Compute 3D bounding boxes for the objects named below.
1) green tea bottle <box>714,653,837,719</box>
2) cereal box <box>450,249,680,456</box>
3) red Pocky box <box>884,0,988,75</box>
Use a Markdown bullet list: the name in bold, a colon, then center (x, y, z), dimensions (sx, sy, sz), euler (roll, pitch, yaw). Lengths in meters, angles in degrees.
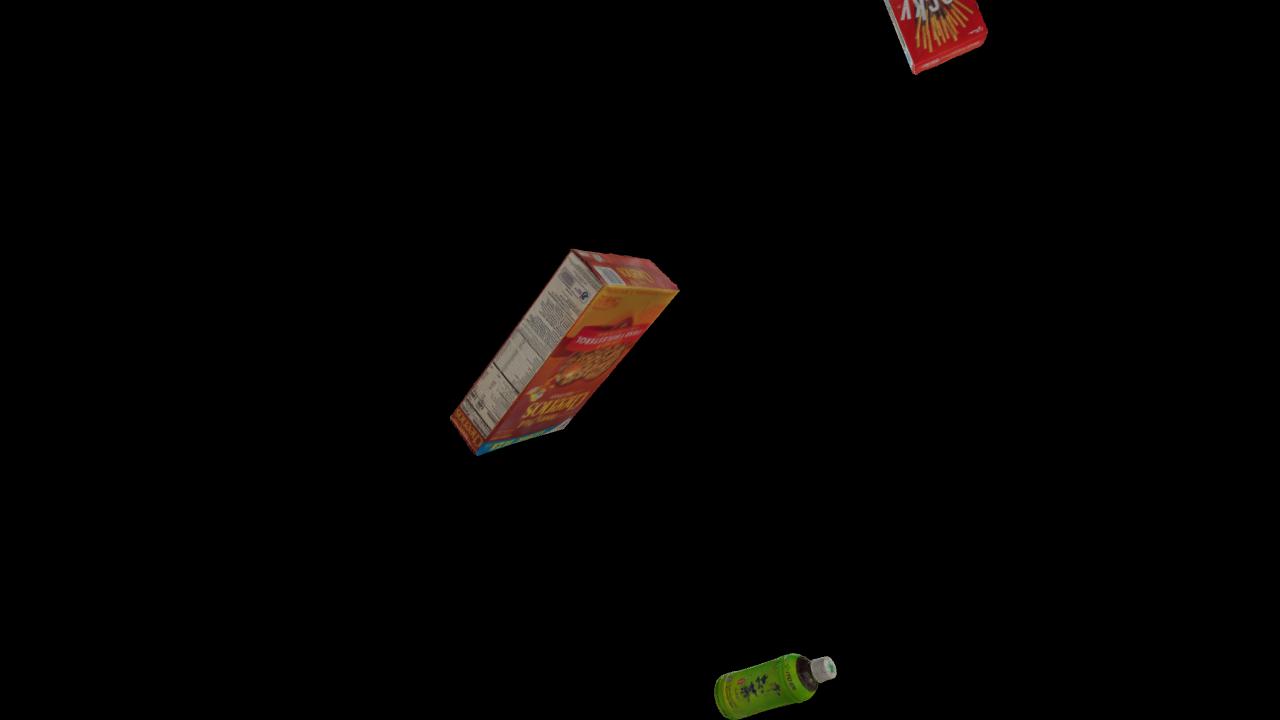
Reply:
- **green tea bottle**: center (0.212, 0.507, 0.966), dimensions (0.073, 0.073, 0.212), euler (0, -33, -50)
- **cereal box**: center (-0.100, -0.008, 0.848), dimensions (0.081, 0.306, 0.203), euler (47, 23, 17)
- **red Pocky box**: center (0.332, -0.421, 0.713), dimensions (0.083, 0.155, 0.028), euler (-20, -7, 15)
